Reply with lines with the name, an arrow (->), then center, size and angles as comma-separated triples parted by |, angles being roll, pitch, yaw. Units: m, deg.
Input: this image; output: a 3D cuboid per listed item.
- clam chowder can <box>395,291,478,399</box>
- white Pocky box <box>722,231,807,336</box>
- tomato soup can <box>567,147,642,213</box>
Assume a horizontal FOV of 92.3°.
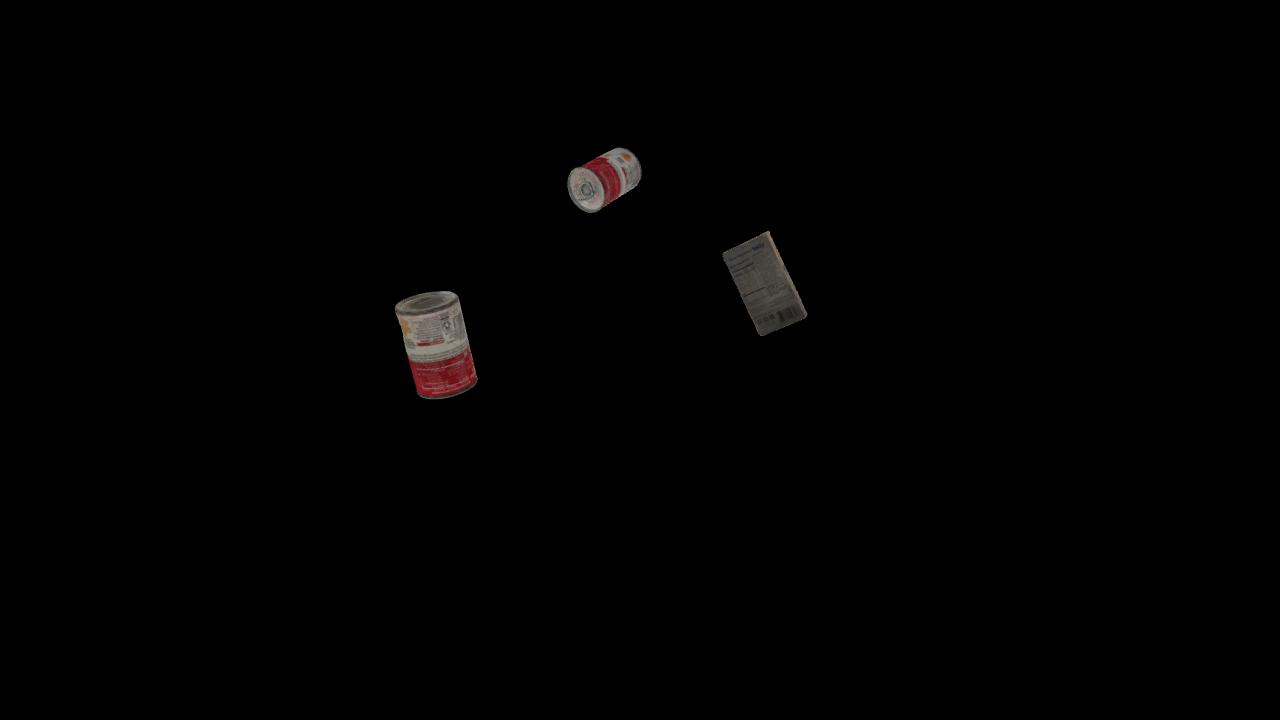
clam chowder can -> -0.222, -0.017, 0.673 | 0.068, 0.102, 0.068 | -5, 25, 2
white Pocky box -> 0.205, -0.124, 1.011 | 0.084, 0.154, 0.028 | -23, 7, 28
tomato soup can -> -0.051, -0.269, 0.914 | 0.068, 0.068, 0.101 | 0, 32, 40
